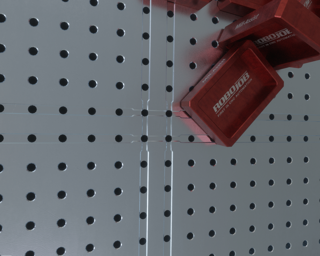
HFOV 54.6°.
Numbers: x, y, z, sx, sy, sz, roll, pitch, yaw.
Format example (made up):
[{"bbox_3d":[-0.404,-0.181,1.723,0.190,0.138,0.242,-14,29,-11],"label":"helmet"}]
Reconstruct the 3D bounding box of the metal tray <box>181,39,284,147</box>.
[{"bbox_3d":[0.105,-0.049,0.442,0.090,0.030,0.130,46,80,-16],"label":"metal tray"}]

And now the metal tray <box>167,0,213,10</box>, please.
[{"bbox_3d":[0.032,-0.239,0.421,0.091,0.030,0.129,8,87,-20],"label":"metal tray"}]

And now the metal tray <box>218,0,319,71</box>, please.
[{"bbox_3d":[0.149,-0.116,0.411,0.090,0.130,0.030,27,81,-18],"label":"metal tray"}]

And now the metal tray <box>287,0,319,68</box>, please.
[{"bbox_3d":[0.214,-0.168,0.468,0.090,0.030,0.130,42,75,-43],"label":"metal tray"}]

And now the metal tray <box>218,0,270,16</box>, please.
[{"bbox_3d":[0.139,-0.233,0.460,0.091,0.030,0.129,8,88,-20],"label":"metal tray"}]
